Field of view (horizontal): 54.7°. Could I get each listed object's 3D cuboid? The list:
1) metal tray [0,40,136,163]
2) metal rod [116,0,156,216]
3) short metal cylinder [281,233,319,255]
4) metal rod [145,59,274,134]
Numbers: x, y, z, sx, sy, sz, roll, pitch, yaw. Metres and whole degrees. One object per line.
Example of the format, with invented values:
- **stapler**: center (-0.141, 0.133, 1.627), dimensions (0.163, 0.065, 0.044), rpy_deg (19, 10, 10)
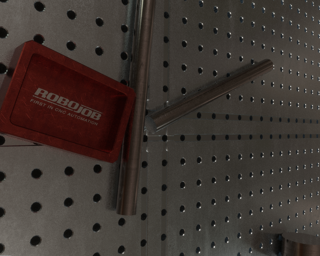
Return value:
- **metal tray**: center (-0.095, -0.021, 0.327), dimensions (0.131, 0.030, 0.090), rpy_deg (23, 76, -38)
- **metal rod**: center (-0.028, -0.045, 0.387), dimensions (0.025, 0.025, 0.298), rpy_deg (9, 85, -40)
- **short metal cylinder**: center (0.285, 0.245, 0.617), dimensions (0.081, 0.080, 0.050), rpy_deg (6, 87, -40)
- **metal rod**: center (0.094, -0.061, 0.490), dimensions (0.302, 0.025, 0.025), rpy_deg (-28, 108, -37)
